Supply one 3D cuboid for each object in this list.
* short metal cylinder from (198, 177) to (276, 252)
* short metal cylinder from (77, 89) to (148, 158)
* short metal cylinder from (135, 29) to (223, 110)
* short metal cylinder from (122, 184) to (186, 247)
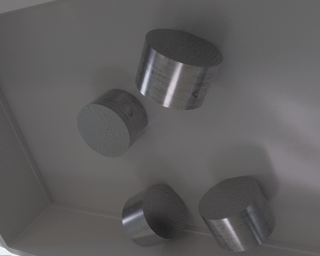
[{"bbox_3d":[0.095,0.106,0.388,0.080,0.080,0.050,-19,108,35],"label":"short metal cylinder"},{"bbox_3d":[-0.064,-0.007,0.422,0.080,0.050,0.079,13,124,21],"label":"short metal cylinder"},{"bbox_3d":[0.019,-0.063,0.324,0.080,0.080,0.050,27,128,11],"label":"short metal cylinder"},{"bbox_3d":[-0.008,0.129,0.457,0.080,0.080,0.050,49,129,-6],"label":"short metal cylinder"}]
